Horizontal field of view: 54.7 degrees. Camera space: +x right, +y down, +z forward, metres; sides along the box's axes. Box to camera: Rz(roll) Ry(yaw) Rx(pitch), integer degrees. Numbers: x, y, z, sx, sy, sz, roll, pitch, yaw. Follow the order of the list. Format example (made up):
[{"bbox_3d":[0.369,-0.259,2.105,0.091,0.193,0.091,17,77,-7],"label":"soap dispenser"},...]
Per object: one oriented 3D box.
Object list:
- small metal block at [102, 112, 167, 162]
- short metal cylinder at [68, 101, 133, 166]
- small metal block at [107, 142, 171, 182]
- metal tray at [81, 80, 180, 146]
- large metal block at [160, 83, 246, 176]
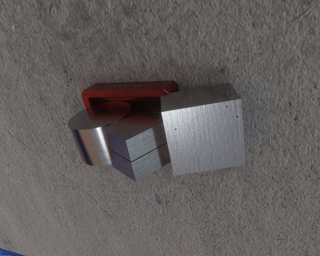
[{"bbox_3d":[-0.028,0.008,0.344,0.050,0.050,0.025,21,130,49],"label":"small metal block"},{"bbox_3d":[-0.070,0.005,0.396,0.080,0.080,0.050,1,119,27],"label":"short metal cylinder"},{"bbox_3d":[-0.023,0.031,0.355,0.050,0.050,0.025,21,130,49],"label":"small metal block"},{"bbox_3d":[-0.034,-0.014,0.414,0.130,0.030,0.089,2,120,27],"label":"metal tray"},{"bbox_3d":[0.048,0.001,0.349,0.080,0.050,0.079,-10,117,3],"label":"large metal block"}]
